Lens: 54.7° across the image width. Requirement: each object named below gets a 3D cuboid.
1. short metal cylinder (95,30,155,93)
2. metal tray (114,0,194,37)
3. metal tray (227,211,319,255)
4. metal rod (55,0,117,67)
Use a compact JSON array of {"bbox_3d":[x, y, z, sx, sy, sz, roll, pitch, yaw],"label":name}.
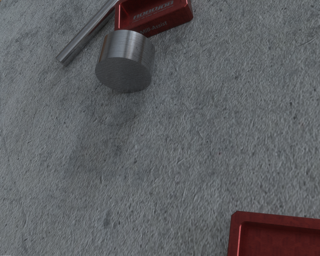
[{"bbox_3d":[-0.049,-0.095,0.451,0.080,0.080,0.050,-7,59,24],"label":"short metal cylinder"},{"bbox_3d":[-0.013,-0.201,0.529,0.130,0.030,0.090,-16,55,18],"label":"metal tray"},{"bbox_3d":[0.124,0.124,0.259,0.130,0.030,0.090,-1,61,27],"label":"metal tray"},{"bbox_3d":[-0.089,-0.236,0.592,0.025,0.025,0.300,33,80,38],"label":"metal rod"}]
